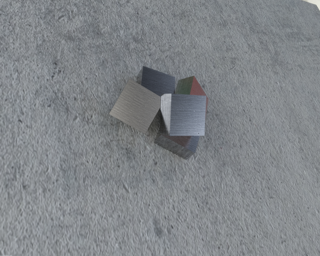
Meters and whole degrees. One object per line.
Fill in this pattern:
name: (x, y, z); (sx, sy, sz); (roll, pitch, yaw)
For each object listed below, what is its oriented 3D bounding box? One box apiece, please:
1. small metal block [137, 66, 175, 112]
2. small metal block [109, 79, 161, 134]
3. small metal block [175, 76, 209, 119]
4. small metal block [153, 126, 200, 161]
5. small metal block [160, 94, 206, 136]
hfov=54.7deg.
small metal block: (-0.007, -0.053, 0.436); (0.050, 0.025, 0.050); (16, 55, -20)
small metal block: (-0.030, -0.027, 0.392); (0.050, 0.025, 0.050); (30, 88, -11)
small metal block: (0.044, -0.037, 0.439); (0.050, 0.025, 0.050); (50, 42, -38)
small metal block: (0.025, 0.008, 0.416); (0.050, 0.025, 0.050); (29, 52, -10)
small metal block: (0.029, -0.016, 0.386); (0.050, 0.025, 0.050); (0, 94, -29)
